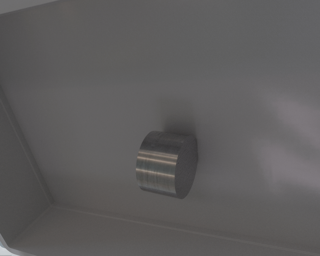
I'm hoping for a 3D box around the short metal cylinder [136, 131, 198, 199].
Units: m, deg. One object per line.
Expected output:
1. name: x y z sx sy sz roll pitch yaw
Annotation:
1. short metal cylinder: 0.011 0.046 0.396 0.050 0.080 0.080 7 122 25
